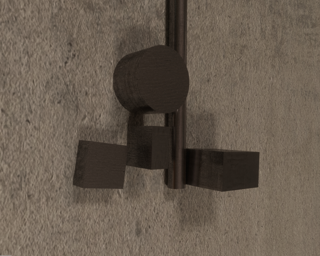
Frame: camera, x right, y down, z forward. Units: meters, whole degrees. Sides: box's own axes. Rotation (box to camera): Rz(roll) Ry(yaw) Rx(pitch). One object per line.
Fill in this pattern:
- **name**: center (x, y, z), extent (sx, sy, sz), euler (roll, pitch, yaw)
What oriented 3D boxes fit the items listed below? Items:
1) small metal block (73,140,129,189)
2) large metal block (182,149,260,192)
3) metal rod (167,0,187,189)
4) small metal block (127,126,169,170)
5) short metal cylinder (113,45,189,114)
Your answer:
- **small metal block**: center (-0.067, 0.042, 0.351), extent (0.050, 0.025, 0.050), euler (11, 83, -40)
- **large metal block**: center (0.083, 0.056, 0.441), extent (0.081, 0.080, 0.050), euler (4, 88, -40)
- **metal rod**: center (0.024, -0.067, 0.426), extent (0.025, 0.025, 0.298), euler (1, 90, -40)
- **small metal block**: center (-0.016, 0.023, 0.377), extent (0.025, 0.050, 0.050), euler (3, 88, -40)
- **short metal cylinder**: center (-0.010, -0.057, 0.382), extent (0.081, 0.050, 0.079), euler (0, 90, -40)
